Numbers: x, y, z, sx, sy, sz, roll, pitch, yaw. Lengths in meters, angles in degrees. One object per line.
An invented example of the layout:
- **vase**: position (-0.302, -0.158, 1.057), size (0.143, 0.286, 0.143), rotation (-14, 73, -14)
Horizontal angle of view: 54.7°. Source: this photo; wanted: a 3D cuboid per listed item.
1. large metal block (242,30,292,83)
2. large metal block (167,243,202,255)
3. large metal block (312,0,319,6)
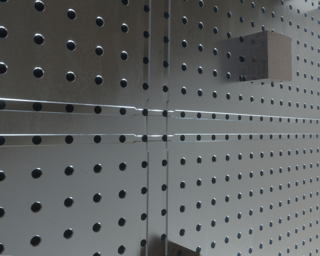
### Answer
- **large metal block**: position (0.193, -0.124, 0.558), size (0.081, 0.050, 0.079), rotation (-3, 92, -40)
- **large metal block**: position (0.037, 0.222, 0.427), size (0.080, 0.050, 0.080), rotation (53, 59, -27)
- **large metal block**: position (0.386, -0.341, 0.720), size (0.081, 0.050, 0.080), rotation (6, 86, -40)
